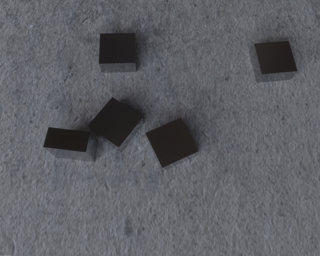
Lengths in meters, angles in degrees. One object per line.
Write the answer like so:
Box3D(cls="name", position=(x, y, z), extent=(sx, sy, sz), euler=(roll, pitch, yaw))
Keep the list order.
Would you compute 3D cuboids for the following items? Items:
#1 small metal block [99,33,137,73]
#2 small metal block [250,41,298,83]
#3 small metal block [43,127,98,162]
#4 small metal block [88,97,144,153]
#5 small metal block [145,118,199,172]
Box3D(cls="small metal block", position=(-0.060, -0.108, 0.447), extent=(0.050, 0.025, 0.050), euler=(-1, 70, -1))
Box3D(cls="small metal block", position=(0.162, -0.095, 0.445), extent=(0.050, 0.025, 0.050), euler=(-5, 70, -3))
Box3D(cls="small metal block", position=(-0.109, 0.022, 0.386), extent=(0.050, 0.050, 0.025), euler=(7, 70, 2))
Box3D(cls="small metal block", position=(-0.057, -0.004, 0.409), extent=(0.050, 0.025, 0.050), euler=(34, 73, 11))
Box3D(cls="small metal block", position=(0.015, 0.022, 0.400), extent=(0.050, 0.025, 0.050), euler=(-24, 72, -9))
